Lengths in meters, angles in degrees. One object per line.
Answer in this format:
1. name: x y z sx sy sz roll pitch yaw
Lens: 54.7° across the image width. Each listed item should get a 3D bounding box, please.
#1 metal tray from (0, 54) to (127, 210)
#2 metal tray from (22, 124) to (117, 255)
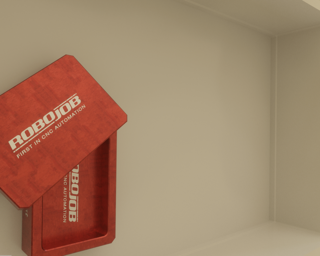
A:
1. metal tray: -0.106 0.000 0.292 0.090 0.030 0.131 48 59 -5
2. metal tray: -0.092 0.061 0.325 0.091 0.030 0.129 1 90 -40
